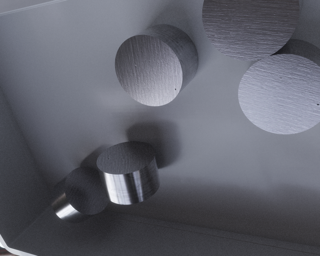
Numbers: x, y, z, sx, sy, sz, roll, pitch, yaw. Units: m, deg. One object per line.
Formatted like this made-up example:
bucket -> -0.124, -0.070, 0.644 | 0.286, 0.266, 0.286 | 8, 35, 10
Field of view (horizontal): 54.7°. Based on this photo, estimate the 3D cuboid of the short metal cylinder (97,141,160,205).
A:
short metal cylinder -> -0.043, 0.061, 0.433 | 0.080, 0.080, 0.050 | 6, 121, 25

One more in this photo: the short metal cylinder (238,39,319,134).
short metal cylinder -> 0.122, -0.041, 0.303 | 0.080, 0.050, 0.079 | 13, 124, 21

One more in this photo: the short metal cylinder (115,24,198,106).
short metal cylinder -> -0.003, -0.071, 0.350 | 0.080, 0.050, 0.079 | 13, 124, 21

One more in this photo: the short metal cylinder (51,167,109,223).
short metal cylinder -> -0.130, 0.110, 0.510 | 0.080, 0.080, 0.050 | 49, 129, -6

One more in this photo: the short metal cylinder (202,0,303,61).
short metal cylinder -> 0.085, -0.107, 0.281 | 0.080, 0.050, 0.079 | 13, 124, 21
